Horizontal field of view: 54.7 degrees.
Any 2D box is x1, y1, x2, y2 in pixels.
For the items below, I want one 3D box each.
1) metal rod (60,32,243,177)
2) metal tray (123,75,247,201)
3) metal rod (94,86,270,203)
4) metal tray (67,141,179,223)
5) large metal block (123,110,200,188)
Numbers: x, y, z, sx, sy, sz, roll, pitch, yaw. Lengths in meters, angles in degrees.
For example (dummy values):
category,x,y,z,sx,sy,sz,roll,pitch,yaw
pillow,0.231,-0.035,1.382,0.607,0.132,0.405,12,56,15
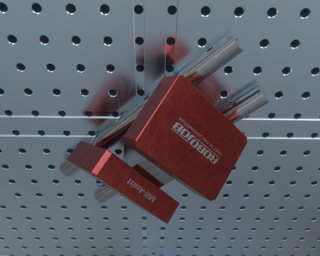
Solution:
category,x,y,z,sx,sy,sz,roll,pitch,yaw
metal rod,-0.028,-0.016,0.398,0.299,0.025,0.025,-35,122,25
metal tray,0.035,0.014,0.352,0.130,0.030,0.090,39,76,-29
metal rod,0.015,0.035,0.442,0.299,0.025,0.025,-34,123,25
metal tray,-0.047,0.069,0.399,0.130,0.030,0.090,42,162,-30
large metal block,0.000,0.023,0.394,0.080,0.080,0.050,-34,122,25
